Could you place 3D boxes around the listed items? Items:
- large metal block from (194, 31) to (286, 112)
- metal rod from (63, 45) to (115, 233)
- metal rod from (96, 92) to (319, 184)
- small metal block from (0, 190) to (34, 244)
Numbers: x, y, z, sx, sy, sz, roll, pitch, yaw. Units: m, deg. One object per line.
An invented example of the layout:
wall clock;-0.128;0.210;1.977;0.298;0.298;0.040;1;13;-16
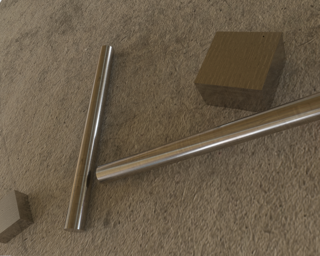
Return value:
large metal block;0.100;-0.069;0.378;0.080;0.050;0.080;12;68;33
metal rod;-0.098;-0.003;0.455;0.025;0.025;0.299;-10;57;22
metal rod;0.052;0.015;0.339;0.300;0.025;0.025;-20;54;26
small metal block;-0.211;0.125;0.436;0.050;0.025;0.050;-37;51;3
